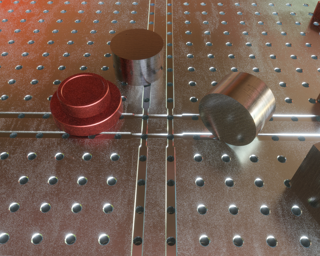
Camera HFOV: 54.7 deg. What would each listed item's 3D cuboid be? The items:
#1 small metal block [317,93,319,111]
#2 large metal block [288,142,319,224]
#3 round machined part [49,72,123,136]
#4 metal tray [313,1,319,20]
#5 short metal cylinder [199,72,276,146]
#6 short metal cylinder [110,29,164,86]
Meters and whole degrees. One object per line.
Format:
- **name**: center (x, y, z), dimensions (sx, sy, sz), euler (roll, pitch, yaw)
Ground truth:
- **small metal block**: center (0.255, -0.030, 0.434), dimensions (0.050, 0.025, 0.050), euler (7, 50, 5)
- **large metal block**: center (0.191, 0.063, 0.320), dimensions (0.050, 0.080, 0.080), euler (-18, 52, -14)
- **round machined part**: center (-0.103, -0.039, 0.429), dimensions (0.099, 0.042, 0.098), euler (0, 50, 0)
- **metal tray**: center (0.373, -0.210, 0.584), dimensions (0.091, 0.030, 0.130), euler (-28, 56, -22)
- **short metal cylinder**: center (0.097, -0.024, 0.392), dimensions (0.080, 0.080, 0.050), euler (32, 57, 24)
- **short metal cylinder**: center (-0.035, -0.111, 0.485), dimensions (0.080, 0.050, 0.080), euler (0, 50, 0)
